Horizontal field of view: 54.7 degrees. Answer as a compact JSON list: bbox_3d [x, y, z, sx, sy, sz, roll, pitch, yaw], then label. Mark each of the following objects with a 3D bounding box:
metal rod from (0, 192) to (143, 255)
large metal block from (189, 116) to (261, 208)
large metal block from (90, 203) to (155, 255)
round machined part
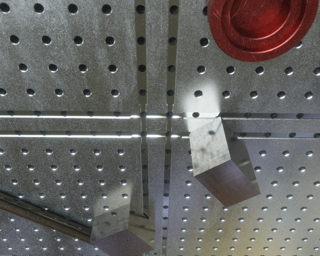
[{"bbox_3d":[-0.158,0.188,0.569,0.301,0.025,0.025,33,123,-25],"label":"metal rod"},{"bbox_3d":[0.085,0.046,0.415,0.050,0.080,0.080,-30,124,23],"label":"large metal block"},{"bbox_3d":[-0.064,0.188,0.555,0.080,0.050,0.080,-26,126,20],"label":"large metal block"},{"bbox_3d":[0.095,-0.118,0.301,0.099,0.042,0.097,0,130,0],"label":"round machined part"}]
